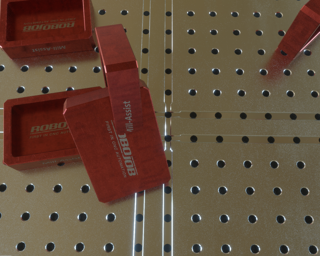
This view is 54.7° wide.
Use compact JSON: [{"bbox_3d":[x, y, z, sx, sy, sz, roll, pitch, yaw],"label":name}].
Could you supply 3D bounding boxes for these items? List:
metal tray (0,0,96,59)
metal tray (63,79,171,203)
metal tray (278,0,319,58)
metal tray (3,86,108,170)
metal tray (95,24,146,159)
[{"bbox_3d":[-0.167,-0.156,0.464,0.131,0.030,0.090,-7,70,-3],"label":"metal tray"},{"bbox_3d":[-0.045,0.018,0.356,0.091,0.129,0.030,-17,29,-6],"label":"metal tray"},{"bbox_3d":[0.234,-0.168,0.441,0.130,0.090,0.030,-42,76,-14],"label":"metal tray"},{"bbox_3d":[-0.133,0.000,0.407,0.131,0.030,0.090,-9,70,-4],"label":"metal tray"},{"bbox_3d":[-0.044,-0.039,0.355,0.030,0.129,0.090,-12,44,-10],"label":"metal tray"}]
